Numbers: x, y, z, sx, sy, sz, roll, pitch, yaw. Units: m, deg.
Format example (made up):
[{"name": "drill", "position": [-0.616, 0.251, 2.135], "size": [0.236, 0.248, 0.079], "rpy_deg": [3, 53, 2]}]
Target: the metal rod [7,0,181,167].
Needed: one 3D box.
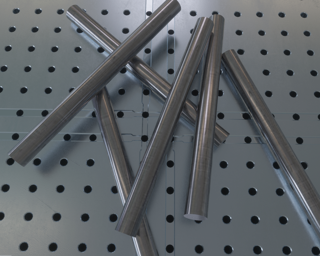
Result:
[{"name": "metal rod", "position": [-0.075, -0.070, 0.409], "size": [0.025, 0.025, 0.301], "rpy_deg": [38, 74, 13]}]

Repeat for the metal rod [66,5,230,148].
[{"name": "metal rod", "position": [-0.025, -0.080, 0.441], "size": [0.300, 0.025, 0.025], "rpy_deg": [42, 75, 14]}]

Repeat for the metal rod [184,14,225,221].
[{"name": "metal rod", "position": [0.062, -0.034, 0.400], "size": [0.025, 0.025, 0.300], "rpy_deg": [9, 61, 3]}]

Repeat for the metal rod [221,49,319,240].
[{"name": "metal rod", "position": [0.155, 0.024, 0.403], "size": [0.025, 0.025, 0.299], "rpy_deg": [-21, 71, -8]}]

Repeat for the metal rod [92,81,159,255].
[{"name": "metal rod", "position": [-0.042, 0.070, 0.385], "size": [0.025, 0.025, 0.299], "rpy_deg": [-18, 71, -6]}]

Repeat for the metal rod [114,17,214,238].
[{"name": "metal rod", "position": [0.013, -0.016, 0.389], "size": [0.025, 0.025, 0.300], "rpy_deg": [19, 71, 7]}]
